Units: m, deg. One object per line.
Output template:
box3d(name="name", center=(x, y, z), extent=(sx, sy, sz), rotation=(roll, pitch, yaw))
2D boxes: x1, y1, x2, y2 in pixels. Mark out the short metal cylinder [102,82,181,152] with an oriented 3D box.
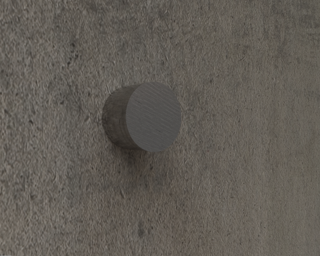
box3d(name="short metal cylinder", center=(-0.021, -0.013, 0.370), extent=(0.081, 0.050, 0.080), rotation=(0, 90, -40))
